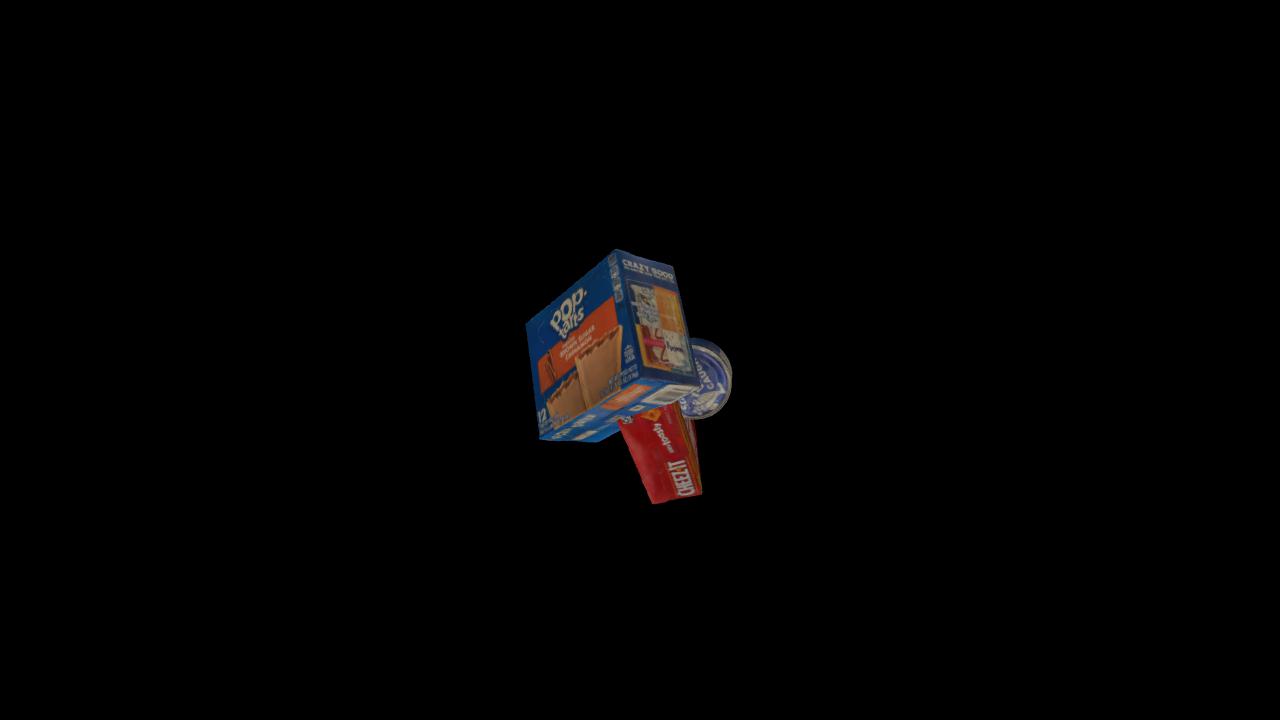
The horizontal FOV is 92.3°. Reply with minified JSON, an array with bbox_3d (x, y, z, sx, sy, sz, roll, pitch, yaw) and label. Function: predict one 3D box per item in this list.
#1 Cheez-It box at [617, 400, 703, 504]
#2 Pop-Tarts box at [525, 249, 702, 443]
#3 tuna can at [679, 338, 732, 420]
[{"bbox_3d":[0.019,0.032,0.740,0.071,0.166,0.223,-14,37,10],"label":"Cheez-It box"},{"bbox_3d":[-0.036,-0.007,0.640,0.083,0.141,0.167,12,-32,-42],"label":"Pop-Tarts box"},{"bbox_3d":[0.057,0.019,0.659,0.084,0.084,0.034,0,19,11],"label":"tuna can"}]
